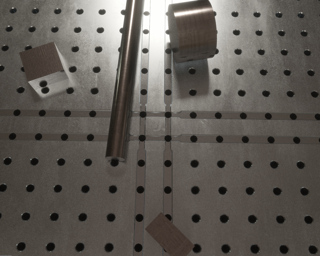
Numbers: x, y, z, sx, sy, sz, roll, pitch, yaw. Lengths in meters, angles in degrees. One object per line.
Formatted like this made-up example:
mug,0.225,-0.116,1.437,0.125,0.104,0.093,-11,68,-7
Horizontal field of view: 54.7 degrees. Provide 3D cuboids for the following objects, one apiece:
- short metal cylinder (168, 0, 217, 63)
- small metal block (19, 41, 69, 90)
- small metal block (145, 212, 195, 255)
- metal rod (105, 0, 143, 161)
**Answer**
short metal cylinder,0.043,-0.134,0.432,0.050,0.080,0.080,-10,71,-4
small metal block,-0.165,-0.089,0.442,0.050,0.025,0.050,-21,72,-8
small metal block,0.010,0.125,0.353,0.050,0.050,0.025,43,75,13
metal rod,-0.047,-0.100,0.447,0.025,0.025,0.299,4,70,1
